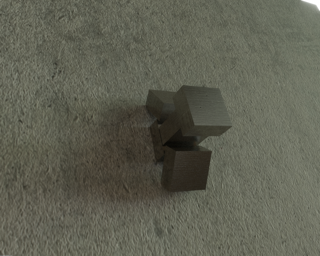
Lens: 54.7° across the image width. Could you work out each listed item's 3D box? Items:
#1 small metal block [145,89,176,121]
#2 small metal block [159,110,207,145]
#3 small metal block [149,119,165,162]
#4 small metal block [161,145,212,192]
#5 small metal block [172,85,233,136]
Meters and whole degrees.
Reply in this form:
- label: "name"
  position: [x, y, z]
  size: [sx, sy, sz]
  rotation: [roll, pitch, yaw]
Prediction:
- label: "small metal block"
  position: [0.015, -0.030, 0.417]
  size: [0.050, 0.025, 0.050]
  rotation: [2, 25, -27]
- label: "small metal block"
  position: [0.034, -0.001, 0.377]
  size: [0.050, 0.050, 0.025]
  rotation: [2, 61, -28]
- label: "small metal block"
  position: [0.018, 0.017, 0.407]
  size: [0.050, 0.025, 0.050]
  rotation: [2, 61, -27]
- label: "small metal block"
  position: [0.032, 0.049, 0.378]
  size: [0.050, 0.025, 0.050]
  rotation: [2, 101, -28]
- label: "small metal block"
  position: [0.047, -0.019, 0.347]
  size: [0.050, 0.025, 0.050]
  rotation: [1, 61, -28]
